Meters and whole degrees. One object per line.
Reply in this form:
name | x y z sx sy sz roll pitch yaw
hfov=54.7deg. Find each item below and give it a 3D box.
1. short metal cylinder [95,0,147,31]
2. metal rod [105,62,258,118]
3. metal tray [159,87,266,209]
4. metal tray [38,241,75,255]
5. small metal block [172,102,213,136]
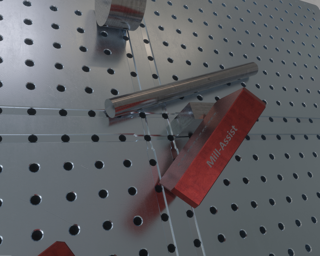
short metal cylinder | -0.060 -0.187 0.455 0.050 0.080 0.080 -1 62 -29
metal rod | 0.053 -0.066 0.477 0.302 0.025 0.025 -20 73 -36
metal tray | 0.054 0.021 0.348 0.030 0.090 0.130 37 81 -4
metal tray | -0.109 0.168 0.243 0.131 0.030 0.090 -34 81 -38
small metal block | 0.053 -0.011 0.428 0.050 0.050 0.025 -1 63 -29
